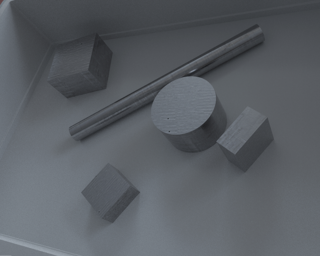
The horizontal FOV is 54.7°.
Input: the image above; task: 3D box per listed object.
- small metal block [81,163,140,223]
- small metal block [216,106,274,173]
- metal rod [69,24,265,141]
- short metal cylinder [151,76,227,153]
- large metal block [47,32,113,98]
[{"bbox_3d":[-0.062,0.080,0.387,0.050,0.025,0.050,-48,52,-6],"label":"small metal block"},{"bbox_3d":[0.093,0.013,0.332,0.050,0.050,0.025,-48,52,-5],"label":"small metal block"},{"bbox_3d":[0.002,-0.059,0.439,0.301,0.025,0.025,-27,53,10],"label":"metal rod"},{"bbox_3d":[0.036,-0.016,0.380,0.080,0.050,0.080,-13,56,20],"label":"short metal cylinder"},{"bbox_3d":[-0.132,-0.104,0.520,0.080,0.050,0.080,-10,57,22],"label":"large metal block"}]
